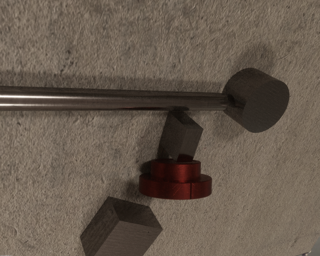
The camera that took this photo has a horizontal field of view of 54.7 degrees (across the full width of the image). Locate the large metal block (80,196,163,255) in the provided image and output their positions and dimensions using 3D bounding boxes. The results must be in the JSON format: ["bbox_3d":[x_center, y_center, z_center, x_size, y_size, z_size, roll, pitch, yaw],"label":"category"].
[{"bbox_3d":[-0.057,0.156,0.457,0.080,0.050,0.080,26,104,-38],"label":"large metal block"}]

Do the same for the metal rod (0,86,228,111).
[{"bbox_3d":[-0.047,-0.032,0.362,0.303,0.025,0.025,-2,119,-28],"label":"metal rod"}]

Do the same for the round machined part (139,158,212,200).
[{"bbox_3d":[0.021,0.065,0.421,0.099,0.098,0.042,1,90,-30],"label":"round machined part"}]

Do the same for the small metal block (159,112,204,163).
[{"bbox_3d":[0.027,0.011,0.414,0.025,0.050,0.050,1,117,-30],"label":"small metal block"}]

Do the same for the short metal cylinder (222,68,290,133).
[{"bbox_3d":[0.135,-0.040,0.442,0.081,0.050,0.079,-14,125,-21],"label":"short metal cylinder"}]
